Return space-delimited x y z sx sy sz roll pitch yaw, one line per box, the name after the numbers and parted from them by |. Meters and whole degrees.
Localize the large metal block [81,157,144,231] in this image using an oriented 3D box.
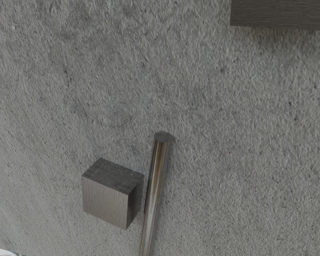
-0.075 0.105 0.495 0.080 0.050 0.079 19 126 17 | large metal block

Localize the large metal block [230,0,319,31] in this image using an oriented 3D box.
0.106 -0.128 0.255 0.080 0.050 0.079 11 123 22 | large metal block

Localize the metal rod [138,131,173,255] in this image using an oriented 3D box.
-0.013 0.133 0.496 0.025 0.025 0.298 20 126 16 | metal rod
